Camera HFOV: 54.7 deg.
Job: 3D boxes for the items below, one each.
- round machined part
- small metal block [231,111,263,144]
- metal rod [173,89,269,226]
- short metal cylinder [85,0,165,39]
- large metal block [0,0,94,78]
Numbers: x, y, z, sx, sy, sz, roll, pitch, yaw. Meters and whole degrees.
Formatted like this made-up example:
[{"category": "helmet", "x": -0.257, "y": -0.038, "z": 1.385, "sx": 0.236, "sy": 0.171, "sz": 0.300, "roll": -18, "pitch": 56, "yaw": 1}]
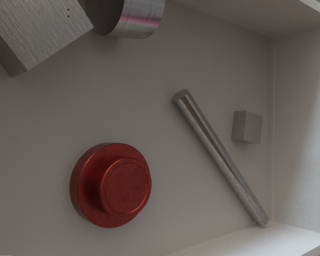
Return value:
[{"category": "round machined part", "x": -0.049, "y": 0.066, "z": 0.357, "sx": 0.099, "sy": 0.042, "sz": 0.097, "roll": 0, "pitch": 90, "yaw": -40}, {"category": "small metal block", "x": 0.151, "y": 0.000, "z": 0.537, "sx": 0.050, "sy": 0.025, "sz": 0.050, "roll": 13, "pitch": 82, "yaw": -40}, {"category": "metal rod", "x": 0.108, "y": 0.061, "z": 0.499, "sx": 0.025, "sy": 0.025, "sz": 0.300, "roll": -52, "pitch": 121, "yaw": -28}, {"category": "short metal cylinder", "x": -0.040, "y": -0.140, "z": 0.339, "sx": 0.050, "sy": 0.080, "sz": 0.079, "roll": -8, "pitch": 95, "yaw": -40}, {"category": "large metal block", "x": -0.124, "y": -0.105, "z": 0.287, "sx": 0.080, "sy": 0.050, "sz": 0.080, "roll": -47, "pitch": 118, "yaw": -30}]
